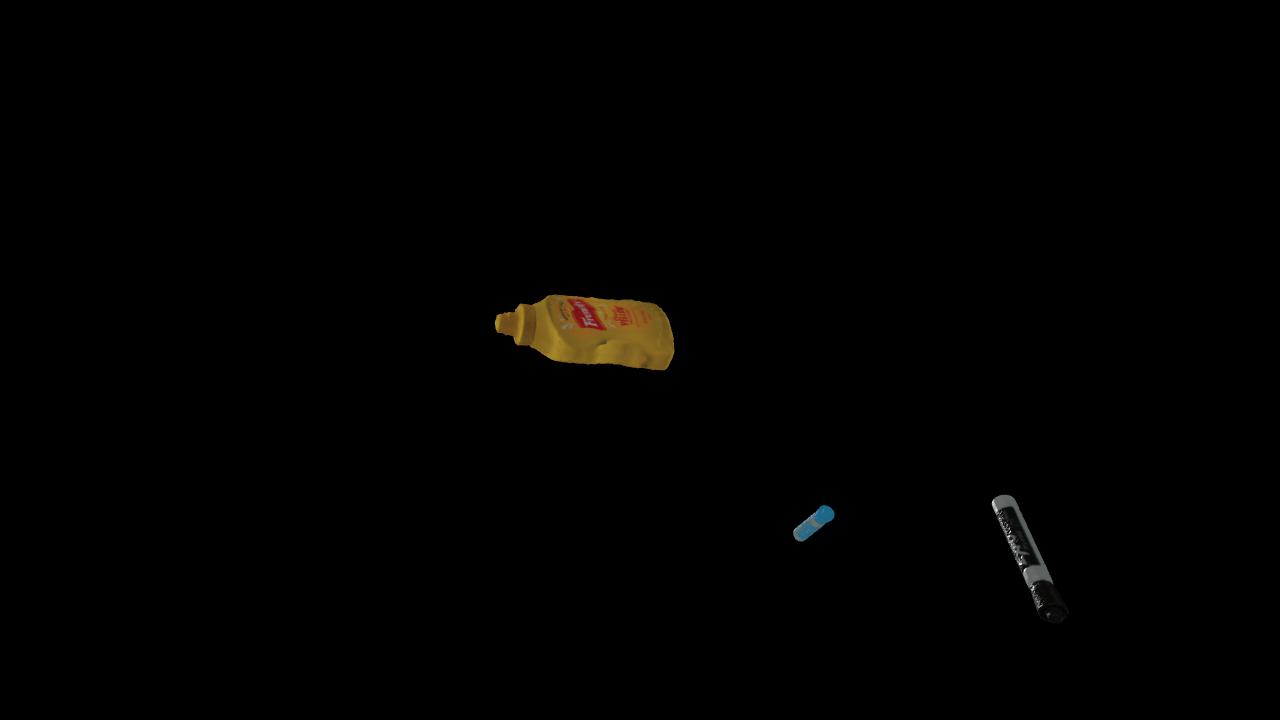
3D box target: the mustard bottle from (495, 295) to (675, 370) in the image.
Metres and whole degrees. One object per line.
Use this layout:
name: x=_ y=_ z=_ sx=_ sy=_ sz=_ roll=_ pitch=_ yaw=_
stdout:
mustard bottle: x=-0.060 y=-0.031 z=0.648 sx=0.184 sy=0.092 sz=0.054 roll=4 pitch=-43 yaw=-23

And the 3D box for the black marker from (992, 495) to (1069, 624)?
black marker: x=0.300 y=0.151 z=0.476 sx=0.020 sy=0.020 sz=0.121 roll=0 pitch=28 yaw=14

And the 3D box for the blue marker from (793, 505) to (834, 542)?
blue marker: x=0.209 y=0.198 z=0.744 sx=0.020 sy=0.020 sz=0.121 roll=0 pitch=-28 yaw=-2
